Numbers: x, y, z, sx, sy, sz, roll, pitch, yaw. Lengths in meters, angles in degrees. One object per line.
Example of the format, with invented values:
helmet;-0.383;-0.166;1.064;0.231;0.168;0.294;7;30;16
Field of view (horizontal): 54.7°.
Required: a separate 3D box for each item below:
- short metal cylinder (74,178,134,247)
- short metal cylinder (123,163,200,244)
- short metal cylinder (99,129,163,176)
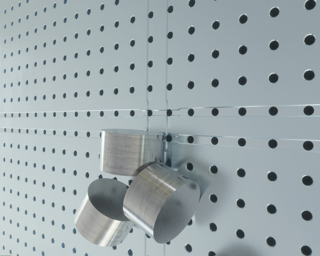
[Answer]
short metal cylinder;-0.072;0.116;0.433;0.080;0.081;0.050;44;117;31
short metal cylinder;0.003;0.089;0.371;0.050;0.081;0.079;27;107;36
short metal cylinder;-0.037;0.030;0.404;0.080;0.081;0.050;7;95;40
